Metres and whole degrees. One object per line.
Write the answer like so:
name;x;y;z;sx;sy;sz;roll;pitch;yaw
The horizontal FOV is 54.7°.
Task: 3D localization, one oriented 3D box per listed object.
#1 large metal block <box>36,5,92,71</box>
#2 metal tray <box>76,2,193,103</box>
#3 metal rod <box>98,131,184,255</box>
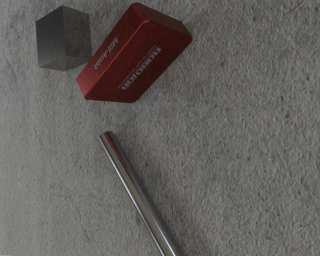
large metal block;-0.162;-0.146;0.519;0.080;0.050;0.080;-8;85;39
metal tray;-0.033;-0.085;0.387;0.129;0.091;0.030;-43;64;31
metal rod;-0.007;0.126;0.408;0.025;0.025;0.299;-48;62;29
